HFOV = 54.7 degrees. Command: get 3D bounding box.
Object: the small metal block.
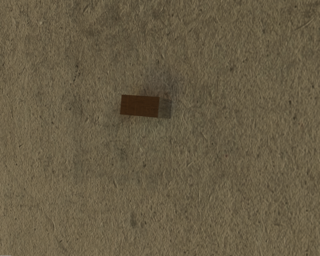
[{"bbox_3d":[-0.017,-0.027,0.401,0.050,0.050,0.025,6,92,19],"label":"small metal block"}]
